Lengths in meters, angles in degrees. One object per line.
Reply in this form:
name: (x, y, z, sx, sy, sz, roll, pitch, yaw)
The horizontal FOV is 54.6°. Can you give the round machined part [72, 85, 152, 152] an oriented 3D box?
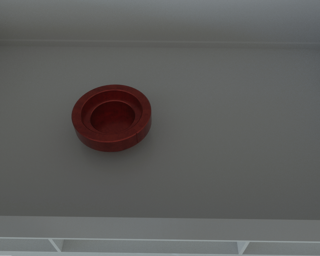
round machined part: (-0.060, -0.008, 0.401, 0.099, 0.042, 0.098, 0, 50, 0)
